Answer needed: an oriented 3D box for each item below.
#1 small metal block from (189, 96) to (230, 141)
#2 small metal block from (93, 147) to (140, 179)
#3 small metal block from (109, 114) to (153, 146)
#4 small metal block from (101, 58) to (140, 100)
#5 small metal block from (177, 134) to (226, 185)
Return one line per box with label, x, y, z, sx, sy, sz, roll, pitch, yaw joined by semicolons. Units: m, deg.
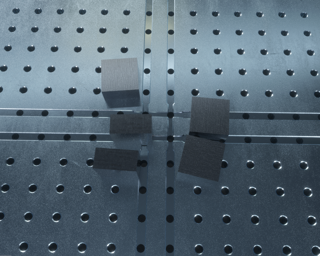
small metal block;0.065;-0.012;0.417;0.050;0.025;0.050;5;70;2
small metal block;-0.051;0.045;0.382;0.050;0.050;0.025;4;70;1
small metal block;-0.035;0.003;0.397;0.050;0.050;0.025;0;70;0
small metal block;-0.055;-0.070;0.437;0.050;0.025;0.050;-4;70;-2
small metal block;0.052;0.041;0.397;0.050;0.025;0.050;14;71;5
